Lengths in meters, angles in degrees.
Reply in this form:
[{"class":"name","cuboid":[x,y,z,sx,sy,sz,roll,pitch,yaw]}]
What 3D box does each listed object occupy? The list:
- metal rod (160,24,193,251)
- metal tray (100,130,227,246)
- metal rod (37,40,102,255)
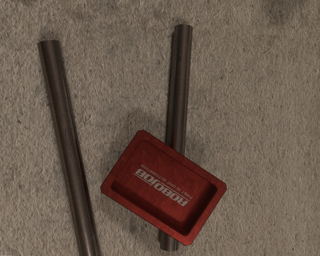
[{"class":"metal rod","cuboid":[0.022,0.012,0.418,0.025,0.025,0.298,4,89,-20]},{"class":"metal tray","cuboid":[0.005,0.072,0.387,0.130,0.030,0.090,34,86,-4]},{"class":"metal rod","cuboid":[-0.104,0.047,0.371,0.025,0.025,0.298,-11,94,-20]}]
